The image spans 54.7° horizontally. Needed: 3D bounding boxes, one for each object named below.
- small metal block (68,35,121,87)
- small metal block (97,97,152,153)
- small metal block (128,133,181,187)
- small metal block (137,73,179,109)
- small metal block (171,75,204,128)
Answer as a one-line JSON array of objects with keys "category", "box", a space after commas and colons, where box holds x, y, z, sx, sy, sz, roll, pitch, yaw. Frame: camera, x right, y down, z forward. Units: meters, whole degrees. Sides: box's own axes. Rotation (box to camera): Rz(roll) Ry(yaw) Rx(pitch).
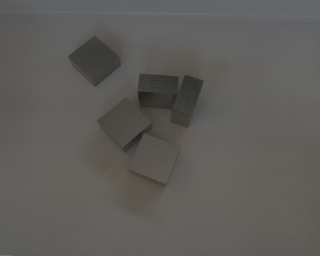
[{"category": "small metal block", "box": [-0.093, -0.096, 0.443, 0.050, 0.025, 0.050, 43, 75, 13]}, {"category": "small metal block", "box": [-0.046, -0.004, 0.411, 0.050, 0.025, 0.050, -41, 76, -14]}, {"category": "small metal block", "box": [-0.007, 0.041, 0.395, 0.050, 0.025, 0.050, 21, 71, 7]}, {"category": "small metal block", "box": [-0.002, -0.048, 0.414, 0.050, 0.050, 0.025, 5, 70, 1]}, {"category": "small metal block", "box": [0.035, -0.034, 0.409, 0.025, 0.050, 0.050, 19, 71, 6]}]
